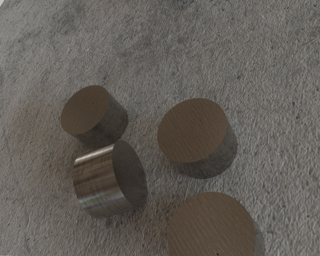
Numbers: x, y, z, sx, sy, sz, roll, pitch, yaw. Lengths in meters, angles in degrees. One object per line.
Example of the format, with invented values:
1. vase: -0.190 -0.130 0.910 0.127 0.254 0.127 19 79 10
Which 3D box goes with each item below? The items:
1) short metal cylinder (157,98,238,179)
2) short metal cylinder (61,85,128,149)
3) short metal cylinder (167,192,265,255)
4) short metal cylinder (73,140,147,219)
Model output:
1. short metal cylinder: 0.044 0.013 0.357 0.080 0.050 0.080 -13 56 21
2. short metal cylinder: -0.094 -0.015 0.446 0.080 0.050 0.080 -13 56 21
3. short metal cylinder: 0.054 0.107 0.294 0.080 0.050 0.080 -13 56 21
4. short metal cylinder: -0.056 0.060 0.361 0.050 0.080 0.080 -21 54 16
